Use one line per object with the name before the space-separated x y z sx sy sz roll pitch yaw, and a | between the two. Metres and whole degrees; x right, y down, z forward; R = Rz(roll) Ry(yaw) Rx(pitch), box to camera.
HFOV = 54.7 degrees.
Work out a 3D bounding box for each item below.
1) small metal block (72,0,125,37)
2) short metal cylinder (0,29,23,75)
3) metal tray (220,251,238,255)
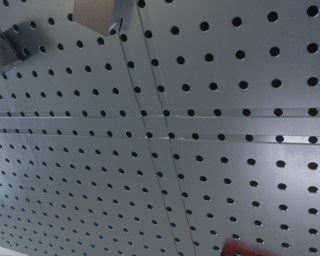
small metal block | -0.071 -0.142 0.361 0.050 0.025 0.050 28 128 10
short metal cylinder | -0.249 -0.100 0.445 0.080 0.080 0.050 -19 109 35
metal tray | 0.134 0.267 0.502 0.090 0.030 0.129 13 124 20
